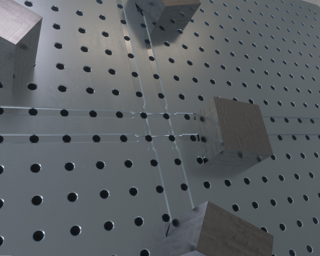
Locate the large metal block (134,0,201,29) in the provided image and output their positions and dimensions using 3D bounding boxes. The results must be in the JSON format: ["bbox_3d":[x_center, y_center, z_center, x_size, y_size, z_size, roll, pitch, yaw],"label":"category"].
[{"bbox_3d":[0.009,-0.222,0.532,0.081,0.050,0.080,-21,73,-36],"label":"large metal block"}]

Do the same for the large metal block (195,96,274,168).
[{"bbox_3d":[0.103,0.008,0.442,0.081,0.050,0.080,8,58,-24],"label":"large metal block"}]

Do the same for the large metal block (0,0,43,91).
[{"bbox_3d":[-0.182,-0.098,0.335,0.080,0.080,0.050,29,52,-10],"label":"large metal block"}]

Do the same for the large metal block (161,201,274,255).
[{"bbox_3d":[0.057,0.128,0.325,0.080,0.080,0.050,30,52,-9],"label":"large metal block"}]
